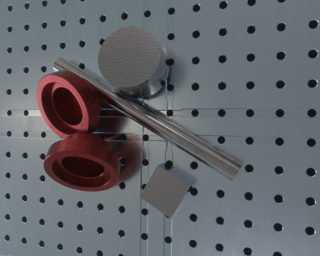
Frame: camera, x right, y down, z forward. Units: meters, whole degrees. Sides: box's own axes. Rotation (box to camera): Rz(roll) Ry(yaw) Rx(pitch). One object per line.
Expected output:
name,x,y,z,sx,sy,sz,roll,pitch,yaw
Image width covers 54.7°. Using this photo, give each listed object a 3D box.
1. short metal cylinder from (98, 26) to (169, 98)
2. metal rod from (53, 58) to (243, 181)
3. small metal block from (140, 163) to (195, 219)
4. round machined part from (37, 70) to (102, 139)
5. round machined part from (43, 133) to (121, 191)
short metal cylinder,-0.033,-0.084,0.403,0.080,0.050,0.080,-2,80,13
metal rod,-0.028,-0.020,0.422,0.300,0.025,0.025,31,100,17
small metal block,0.010,0.082,0.409,0.050,0.025,0.050,32,100,17
round machined part,-0.121,-0.033,0.433,0.098,0.042,0.097,16,122,27
round machined part,-0.102,0.044,0.420,0.098,0.098,0.042,-11,46,19
